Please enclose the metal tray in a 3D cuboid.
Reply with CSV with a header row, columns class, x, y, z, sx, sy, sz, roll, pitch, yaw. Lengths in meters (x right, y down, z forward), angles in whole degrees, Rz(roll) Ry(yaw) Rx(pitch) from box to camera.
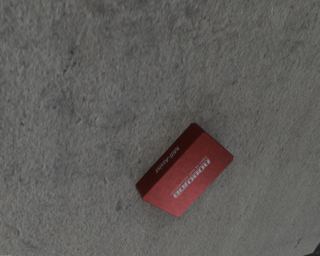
class,x,y,z,sx,sy,sz,roll,pitch,yaw
metal tray,0.039,0.066,0.464,0.130,0.030,0.090,-48,129,6
